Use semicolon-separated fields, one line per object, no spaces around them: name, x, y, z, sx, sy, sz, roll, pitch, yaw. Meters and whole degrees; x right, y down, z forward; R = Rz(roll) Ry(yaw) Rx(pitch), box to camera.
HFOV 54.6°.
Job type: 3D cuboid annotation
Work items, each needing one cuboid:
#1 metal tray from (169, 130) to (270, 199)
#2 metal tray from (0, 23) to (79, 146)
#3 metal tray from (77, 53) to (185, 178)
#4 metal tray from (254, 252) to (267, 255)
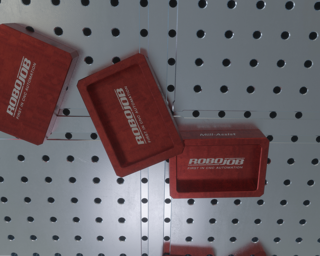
metal tray;0.078;0.051;0.429;0.131;0.030;0.089;-1;110;0
metal tray;-0.169;-0.053;0.390;0.090;0.030;0.129;23;108;-9
metal tray;-0.034;-0.015;0.386;0.090;0.030;0.130;-23;93;8
metal tray;0.169;0.276;0.513;0.090;0.030;0.130;-35;107;12
